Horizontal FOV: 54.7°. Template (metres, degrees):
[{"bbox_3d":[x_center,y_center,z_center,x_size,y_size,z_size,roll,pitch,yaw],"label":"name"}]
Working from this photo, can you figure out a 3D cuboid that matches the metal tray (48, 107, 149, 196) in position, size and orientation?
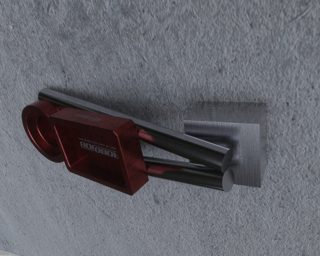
[{"bbox_3d":[-0.080,0.026,0.395,0.130,0.030,0.089,11,124,37],"label":"metal tray"}]

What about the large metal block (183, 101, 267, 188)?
[{"bbox_3d":[0.078,0.017,0.358,0.080,0.050,0.079,4,120,26],"label":"large metal block"}]

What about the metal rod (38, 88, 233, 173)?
[{"bbox_3d":[-0.053,-0.008,0.388,0.300,0.025,0.025,19,127,32],"label":"metal rod"}]

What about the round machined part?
[{"bbox_3d":[-0.161,0.001,0.473,0.098,0.042,0.097,21,129,28],"label":"round machined part"}]

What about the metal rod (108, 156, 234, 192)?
[{"bbox_3d":[-0.043,0.047,0.417,0.300,0.025,0.025,3,121,41],"label":"metal rod"}]
